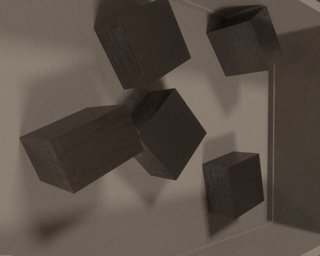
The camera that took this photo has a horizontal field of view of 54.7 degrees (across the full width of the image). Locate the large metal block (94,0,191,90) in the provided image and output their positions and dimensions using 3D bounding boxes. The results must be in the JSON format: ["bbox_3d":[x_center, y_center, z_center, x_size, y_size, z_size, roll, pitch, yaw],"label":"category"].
[{"bbox_3d":[-0.019,-0.102,0.376,0.080,0.050,0.080,-39,114,-33],"label":"large metal block"}]

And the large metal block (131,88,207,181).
[{"bbox_3d":[0.003,0.008,0.395,0.080,0.050,0.080,52,60,-28],"label":"large metal block"}]

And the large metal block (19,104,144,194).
[{"bbox_3d":[-0.078,0.016,0.307,0.081,0.080,0.050,-31,110,-36],"label":"large metal block"}]

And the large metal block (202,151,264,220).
[{"bbox_3d":[0.118,0.087,0.492,0.081,0.050,0.079,-15,100,-39],"label":"large metal block"}]

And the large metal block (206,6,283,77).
[{"bbox_3d":[0.132,-0.132,0.484,0.050,0.080,0.080,-46,118,-31],"label":"large metal block"}]
